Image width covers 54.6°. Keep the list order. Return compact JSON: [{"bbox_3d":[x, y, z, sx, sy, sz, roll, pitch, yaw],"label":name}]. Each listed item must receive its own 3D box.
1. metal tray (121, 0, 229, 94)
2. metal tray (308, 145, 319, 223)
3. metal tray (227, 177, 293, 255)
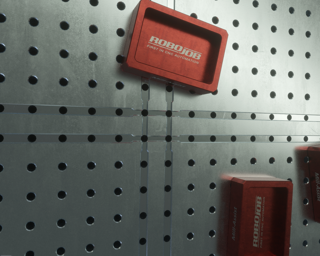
[{"bbox_3d":[0.022,-0.105,0.417,0.131,0.030,0.090,14,85,-20],"label":"metal tray"},{"bbox_3d":[0.299,0.090,0.519,0.091,0.030,0.129,-8,93,-20],"label":"metal tray"},{"bbox_3d":[0.150,0.141,0.464,0.091,0.030,0.129,4,89,-20],"label":"metal tray"}]
